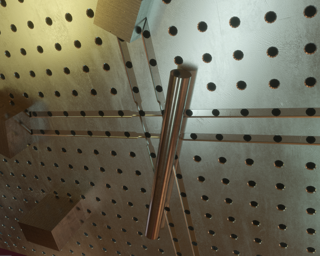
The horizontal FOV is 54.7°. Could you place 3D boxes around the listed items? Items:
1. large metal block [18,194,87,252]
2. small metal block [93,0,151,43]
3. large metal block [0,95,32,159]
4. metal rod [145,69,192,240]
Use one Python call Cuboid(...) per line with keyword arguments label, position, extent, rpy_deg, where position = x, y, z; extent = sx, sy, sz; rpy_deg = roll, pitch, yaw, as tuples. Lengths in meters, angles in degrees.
Cuboid(label="large metal block", position=(-0.202, 0.176, 0.588), extent=(0.080, 0.080, 0.050), rpy_deg=(5, 121, 25))
Cuboid(label="small metal block", position=(-0.043, -0.133, 0.350), extent=(0.050, 0.025, 0.050), rpy_deg=(30, 128, 8))
Cuboid(label="large metal block", position=(-0.273, -0.006, 0.532), extent=(0.080, 0.050, 0.079), rpy_deg=(22, 127, 14))
Cuboid(label="metal rod", position=(0.005, 0.058, 0.442), extent=(0.025, 0.025, 0.298), rpy_deg=(20, 126, 16))
